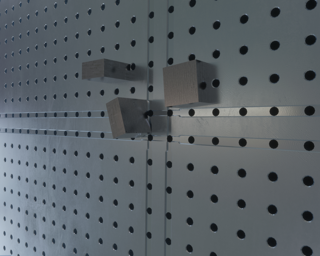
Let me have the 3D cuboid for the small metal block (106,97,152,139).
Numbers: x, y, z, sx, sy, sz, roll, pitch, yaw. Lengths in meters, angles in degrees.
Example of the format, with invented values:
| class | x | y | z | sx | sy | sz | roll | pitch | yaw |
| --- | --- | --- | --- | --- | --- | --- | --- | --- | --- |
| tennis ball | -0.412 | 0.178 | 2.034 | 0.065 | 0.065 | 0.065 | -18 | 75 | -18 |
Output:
| class | x | y | z | sx | sy | sz | roll | pitch | yaw |
| --- | --- | --- | --- | --- | --- | --- | --- | --- | --- |
| small metal block | -0.043 | -0.013 | 0.430 | 0.025 | 0.050 | 0.050 | -22 | 76 | 38 |

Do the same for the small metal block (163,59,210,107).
| class | x | y | z | sx | sy | sz | roll | pitch | yaw |
| --- | --- | --- | --- | --- | --- | --- | --- | --- | --- |
| small metal block | 0.032 | -0.053 | 0.384 | 0.050 | 0.025 | 0.050 | -6 | 86 | 40 |

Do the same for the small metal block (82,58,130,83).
| class | x | y | z | sx | sy | sz | roll | pitch | yaw |
| --- | --- | --- | --- | --- | --- | --- | --- | --- | --- |
| small metal block | -0.080 | -0.084 | 0.460 | 0.050 | 0.050 | 0.025 | 1 | 91 | 40 |
